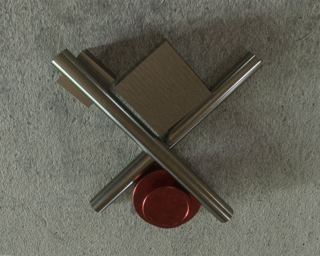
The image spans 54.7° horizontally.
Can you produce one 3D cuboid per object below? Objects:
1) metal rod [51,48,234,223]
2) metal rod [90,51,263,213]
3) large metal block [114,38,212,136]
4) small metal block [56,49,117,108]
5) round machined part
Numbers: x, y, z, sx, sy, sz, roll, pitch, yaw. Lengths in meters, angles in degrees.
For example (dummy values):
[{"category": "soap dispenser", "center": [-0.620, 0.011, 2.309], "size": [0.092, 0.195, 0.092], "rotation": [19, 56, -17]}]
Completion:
[{"category": "metal rod", "center": [-0.011, 0.020, 0.391], "size": [0.025, 0.025, 0.300], "rotation": [-42, 105, 13]}, {"category": "metal rod", "center": [0.013, 0.014, 0.418], "size": [0.025, 0.025, 0.299], "rotation": [43, 104, -15]}, {"category": "large metal block", "center": [0.003, -0.051, 0.380], "size": [0.080, 0.050, 0.080], "rotation": [-40, 106, 13]}, {"category": "small metal block", "center": [-0.091, -0.062, 0.388], "size": [0.050, 0.025, 0.050], "rotation": [41, 105, -14]}, {"category": "round machined part", "center": [0.011, 0.102, 0.439], "size": [0.099, 0.042, 0.097], "rotation": [0, 110, -1]}]
